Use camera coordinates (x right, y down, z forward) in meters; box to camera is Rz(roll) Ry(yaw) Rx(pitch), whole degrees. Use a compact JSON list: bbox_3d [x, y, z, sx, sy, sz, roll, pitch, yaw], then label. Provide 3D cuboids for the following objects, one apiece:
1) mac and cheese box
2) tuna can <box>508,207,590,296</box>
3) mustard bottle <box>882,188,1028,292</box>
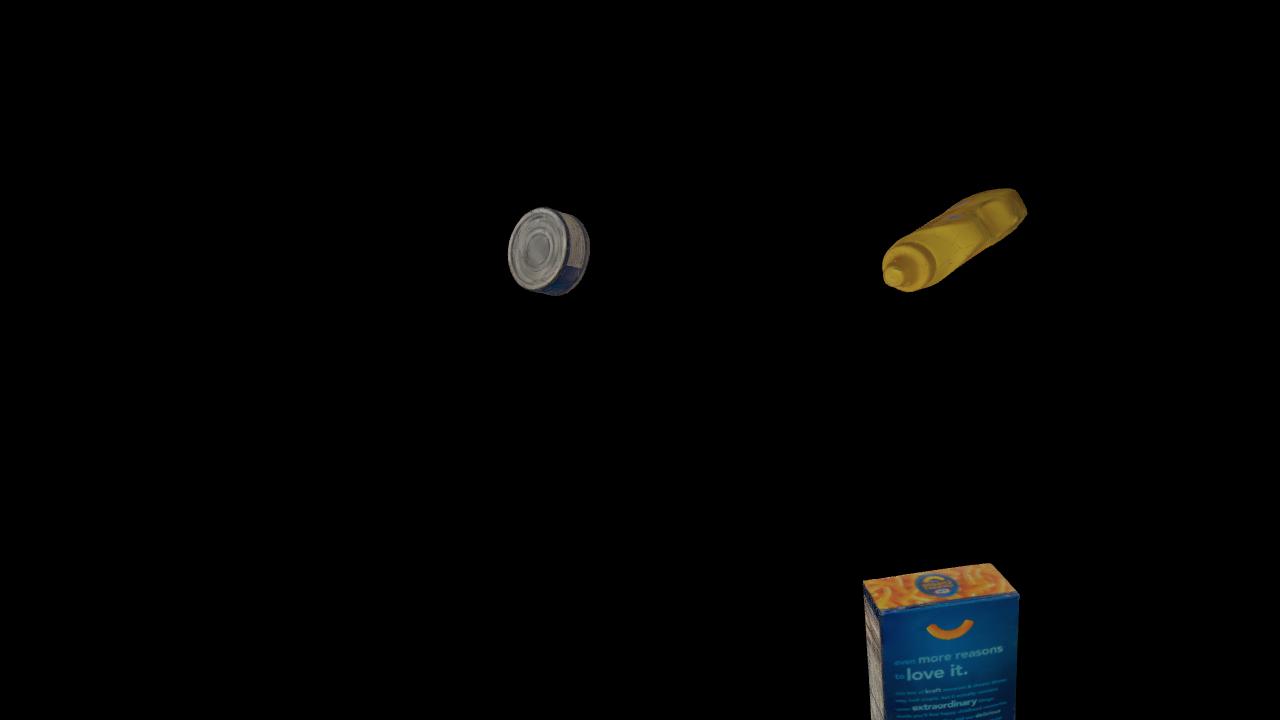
[{"bbox_3d":[0.214,0.238,0.439,0.093,0.184,0.041,-8,17,3],"label":"mac and cheese box"},{"bbox_3d":[-0.092,-0.107,0.610,0.084,0.084,0.034,0,-2,35],"label":"tuna can"},{"bbox_3d":[0.276,-0.105,0.565,0.184,0.054,0.092,-28,5,-35],"label":"mustard bottle"}]
